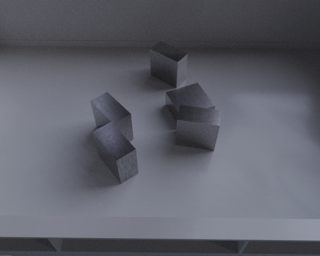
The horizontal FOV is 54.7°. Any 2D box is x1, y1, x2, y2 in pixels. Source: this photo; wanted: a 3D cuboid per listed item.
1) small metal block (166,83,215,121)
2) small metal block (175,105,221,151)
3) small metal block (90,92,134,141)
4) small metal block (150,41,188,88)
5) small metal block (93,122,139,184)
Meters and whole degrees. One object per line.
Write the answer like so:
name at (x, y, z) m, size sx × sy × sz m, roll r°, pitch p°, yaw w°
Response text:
small metal block at (0.041, -0.032, 0.432) m, size 0.050 × 0.025 × 0.050 m, roll -19°, pitch 53°, yaw -15°
small metal block at (0.047, 0.000, 0.389) m, size 0.050 × 0.050 × 0.025 m, roll 9°, pitch 51°, yaw 7°
small metal block at (-0.061, -0.010, 0.396) m, size 0.025 × 0.050 × 0.050 m, roll -33°, pitch 58°, yaw -25°
small metal block at (0.013, -0.096, 0.469) m, size 0.050 × 0.050 × 0.025 m, roll 31°, pitch 57°, yaw 23°
small metal block at (-0.051, 0.029, 0.364) m, size 0.025 × 0.050 × 0.050 m, roll -31°, pitch 57°, yaw -23°
